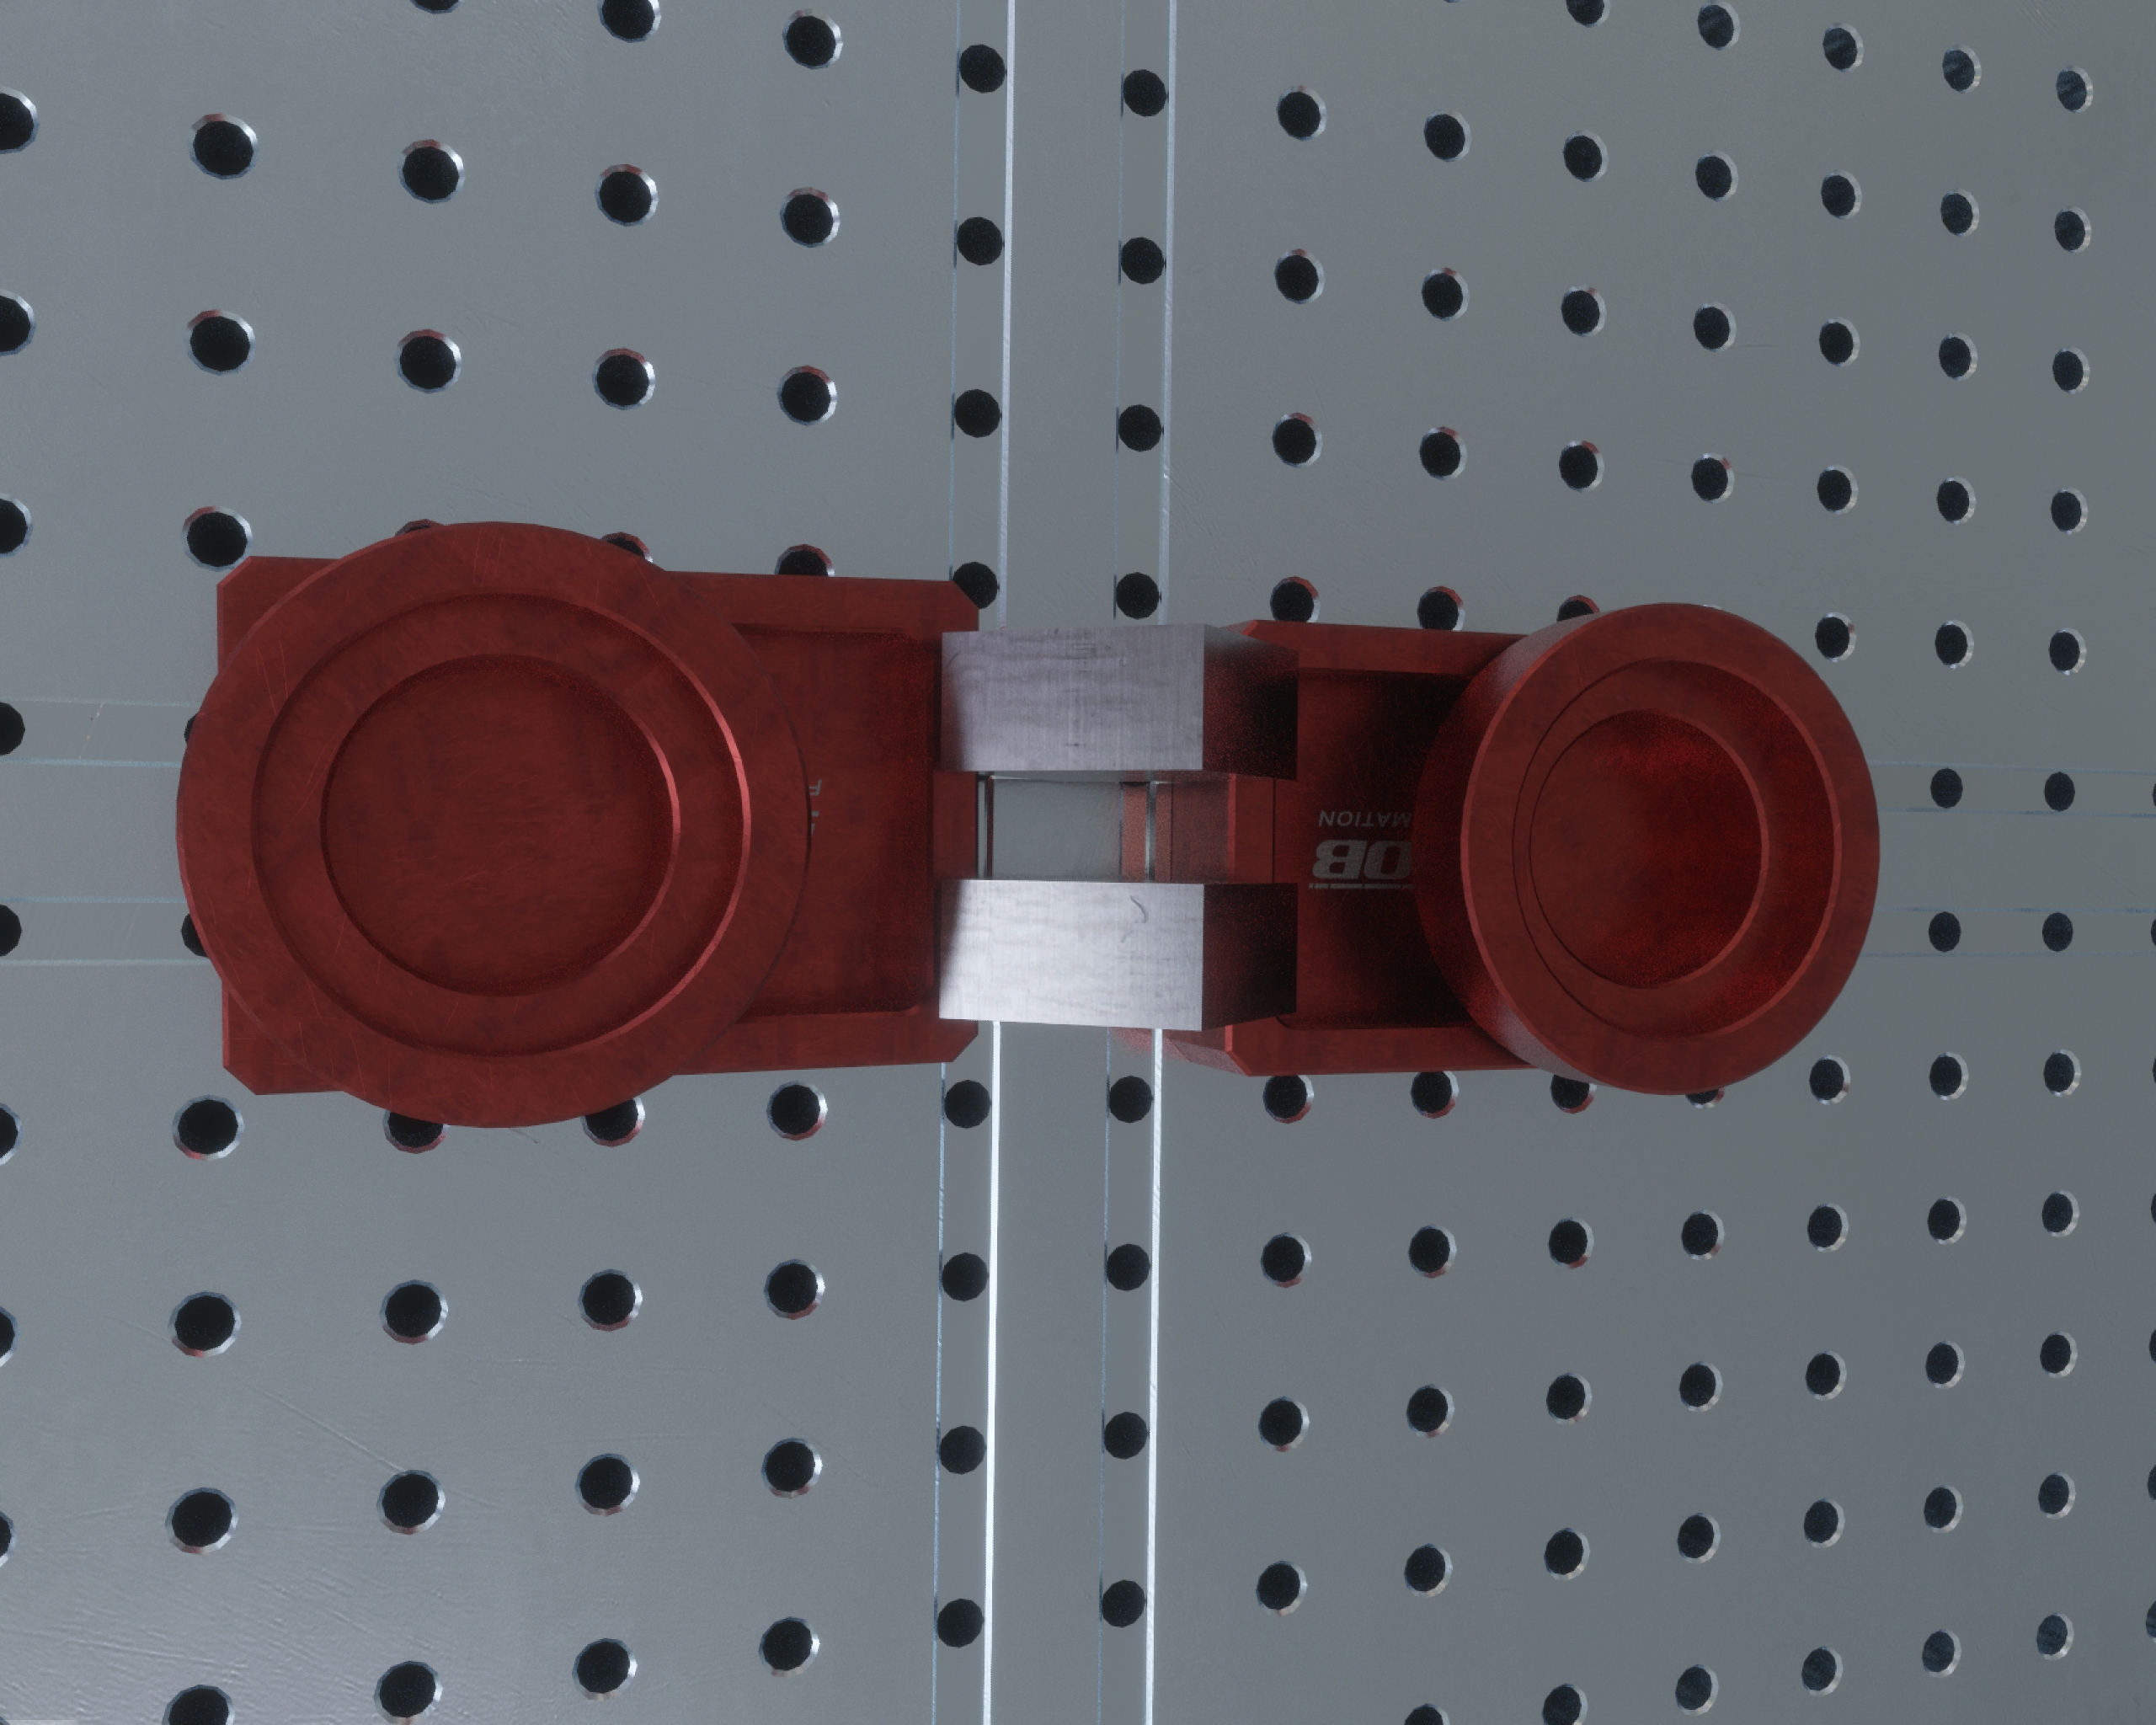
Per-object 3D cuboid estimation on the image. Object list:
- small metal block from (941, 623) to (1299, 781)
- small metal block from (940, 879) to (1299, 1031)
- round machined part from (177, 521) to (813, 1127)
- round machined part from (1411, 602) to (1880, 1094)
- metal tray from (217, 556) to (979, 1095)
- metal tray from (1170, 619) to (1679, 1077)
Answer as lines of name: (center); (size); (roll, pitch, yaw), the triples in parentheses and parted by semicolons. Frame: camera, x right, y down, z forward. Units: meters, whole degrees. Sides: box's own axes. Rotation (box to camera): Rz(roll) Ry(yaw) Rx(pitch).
small metal block: (0.009, -0.028, 0.387); (0.050, 0.050, 0.025); (1, 90, 24)
small metal block: (0.009, 0.016, 0.387); (0.050, 0.050, 0.025); (1, 90, 24)
round machined part: (-0.098, -0.006, 0.354); (0.099, 0.042, 0.097); (0, 90, -20)
round machined part: (0.112, -0.003, 0.431); (0.099, 0.042, 0.097); (0, 90, -20)
metal tray: (-0.085, -0.007, 0.380); (0.131, 0.030, 0.089); (-1, 92, -20)
metal tray: (0.086, -0.002, 0.442); (0.131, 0.030, 0.089); (1, 90, -20)
